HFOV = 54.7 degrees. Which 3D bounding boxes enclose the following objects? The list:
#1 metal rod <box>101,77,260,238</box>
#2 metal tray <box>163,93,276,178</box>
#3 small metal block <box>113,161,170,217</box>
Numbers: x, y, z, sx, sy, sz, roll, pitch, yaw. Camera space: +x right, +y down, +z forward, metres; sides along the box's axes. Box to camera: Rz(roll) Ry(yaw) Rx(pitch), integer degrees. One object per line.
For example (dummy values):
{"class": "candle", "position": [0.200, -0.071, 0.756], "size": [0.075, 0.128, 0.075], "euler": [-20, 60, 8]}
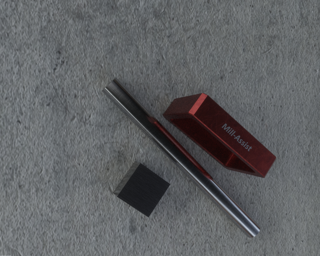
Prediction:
{"class": "metal rod", "position": [0.037, 0.049, 0.424], "size": [0.300, 0.025, 0.025], "euler": [46, 76, -15]}
{"class": "metal tray", "position": [0.074, 0.011, 0.403], "size": [0.130, 0.090, 0.030], "euler": [39, 78, -16]}
{"class": "small metal block", "position": [-0.024, 0.078, 0.401], "size": [0.050, 0.025, 0.050], "euler": [38, 78, -17]}
